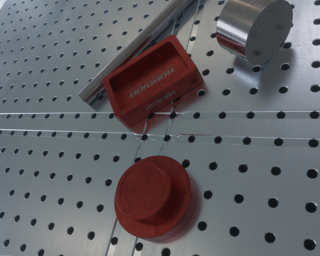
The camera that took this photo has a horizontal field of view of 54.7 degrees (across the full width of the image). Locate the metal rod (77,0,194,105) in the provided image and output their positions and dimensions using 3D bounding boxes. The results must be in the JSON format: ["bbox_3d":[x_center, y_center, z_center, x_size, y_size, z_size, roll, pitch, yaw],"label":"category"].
[{"bbox_3d":[-0.020,-0.153,0.513,0.300,0.025,0.025,-46,51,-4],"label":"metal rod"}]

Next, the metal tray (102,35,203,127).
[{"bbox_3d":[-0.014,-0.070,0.455,0.130,0.030,0.090,-31,52,8],"label":"metal tray"}]

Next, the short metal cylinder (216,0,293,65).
[{"bbox_3d":[0.118,-0.126,0.388,0.080,0.080,0.050,-44,51,-2],"label":"short metal cylinder"}]

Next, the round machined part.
[{"bbox_3d":[-0.011,0.076,0.357,0.098,0.042,0.098,-13,56,21],"label":"round machined part"}]
